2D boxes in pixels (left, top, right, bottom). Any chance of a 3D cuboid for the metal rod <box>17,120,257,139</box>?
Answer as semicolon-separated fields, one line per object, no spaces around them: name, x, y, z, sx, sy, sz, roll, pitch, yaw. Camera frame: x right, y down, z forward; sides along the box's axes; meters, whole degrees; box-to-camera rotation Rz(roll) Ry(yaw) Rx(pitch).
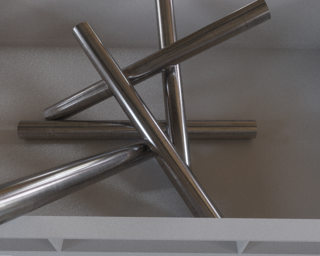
metal rod;-0.028;0.002;0.402;0.302;0.025;0.025;0;50;0

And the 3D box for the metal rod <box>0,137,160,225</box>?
metal rod;-0.072;0.041;0.259;0.025;0.025;0.302;28;20;22

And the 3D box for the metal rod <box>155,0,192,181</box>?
metal rod;0.014;-0.080;0.397;0.025;0.025;0.299;-4;74;-3

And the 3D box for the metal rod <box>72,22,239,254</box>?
metal rod;-0.014;-0.002;0.345;0.025;0.025;0.299;-29;75;-22

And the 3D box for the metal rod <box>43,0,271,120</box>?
metal rod;-0.017;-0.073;0.379;0.300;0.025;0.025;-24;49;16
